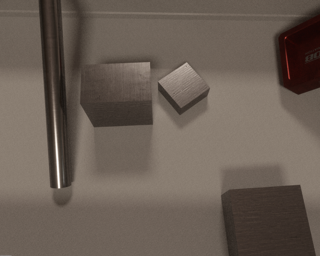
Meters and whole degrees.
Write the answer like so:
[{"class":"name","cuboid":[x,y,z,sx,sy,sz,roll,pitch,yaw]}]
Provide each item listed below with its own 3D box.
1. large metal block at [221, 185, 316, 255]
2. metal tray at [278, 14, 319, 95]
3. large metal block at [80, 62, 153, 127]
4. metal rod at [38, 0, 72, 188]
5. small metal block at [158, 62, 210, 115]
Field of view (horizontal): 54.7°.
[{"class":"large metal block","cuboid":[0.120,0.112,0.357,0.081,0.050,0.080,-3,70,-2]},{"class":"metal tray","cuboid":[0.224,-0.107,0.400,0.030,0.130,0.090,17,65,-36]},{"class":"large metal block","cuboid":[-0.051,-0.039,0.394,0.081,0.080,0.050,-3,70,-1]},{"class":"metal rod","cuboid":[-0.128,-0.077,0.372,0.025,0.025,0.298,-2,95,-1]},{"class":"small metal block","cuboid":[0.032,-0.054,0.430,0.050,0.025,0.050,-36,74,-12]}]
